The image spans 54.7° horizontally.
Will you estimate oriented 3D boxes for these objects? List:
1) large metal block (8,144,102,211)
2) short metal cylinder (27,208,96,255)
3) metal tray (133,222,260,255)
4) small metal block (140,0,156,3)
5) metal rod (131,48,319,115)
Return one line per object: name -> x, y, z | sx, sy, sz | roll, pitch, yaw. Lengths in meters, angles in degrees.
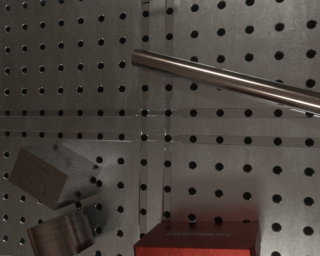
large metal block -> -0.143, 0.064, 0.432 | 0.080, 0.080, 0.050 | 26, 99, 18
short metal cylinder -> -0.136, 0.149, 0.430 | 0.080, 0.080, 0.050 | -22, 83, 18
metal tray -> 0.047, 0.138, 0.361 | 0.130, 0.090, 0.030 | -6, 88, 19
small metal block -> -0.007, -0.201, 0.414 | 0.050, 0.025, 0.050 | -3, 89, 19
metal rod -> 0.103, -0.052, 0.376 | 0.301, 0.025, 0.025 | 18, 96, 18
